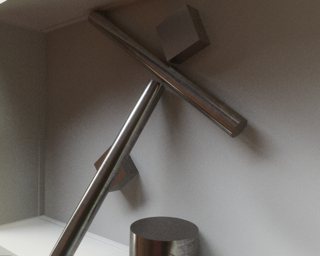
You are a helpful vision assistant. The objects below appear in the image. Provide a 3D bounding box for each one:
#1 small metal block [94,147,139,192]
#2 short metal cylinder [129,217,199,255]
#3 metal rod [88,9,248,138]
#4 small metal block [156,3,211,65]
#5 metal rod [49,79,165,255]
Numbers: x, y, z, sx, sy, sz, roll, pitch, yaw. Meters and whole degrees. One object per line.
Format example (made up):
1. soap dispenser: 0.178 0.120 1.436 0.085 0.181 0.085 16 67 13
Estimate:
1. small metal block: -0.065 0.060 0.458 0.050 0.025 0.050 -45 63 30
2. short metal cylinder: 0.004 0.142 0.366 0.080 0.081 0.050 3 92 39
3. metal rod: -0.008 -0.087 0.411 0.300 0.025 0.025 43 116 31
4. small metal block: 0.028 -0.114 0.382 0.050 0.025 0.050 -28 73 36
5. metal rod: -0.074 0.072 0.381 0.025 0.025 0.300 19 75 38
